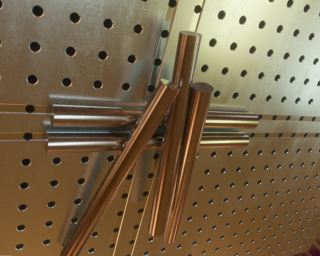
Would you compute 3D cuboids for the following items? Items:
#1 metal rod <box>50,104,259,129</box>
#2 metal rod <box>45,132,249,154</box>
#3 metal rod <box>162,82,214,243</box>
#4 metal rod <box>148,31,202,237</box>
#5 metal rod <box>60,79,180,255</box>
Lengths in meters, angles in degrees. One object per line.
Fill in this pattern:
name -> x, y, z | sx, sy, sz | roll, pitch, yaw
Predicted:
metal rod -> 0.014, -0.012, 0.413 | 0.303, 0.025, 0.025 | 1, 118, -29
metal rod -> 0.003, 0.018, 0.426 | 0.303, 0.025, 0.025 | 1, 118, -29
metal rod -> 0.033, 0.071, 0.451 | 0.025, 0.025, 0.298 | -10, 130, -23
metal rod -> 0.014, 0.027, 0.405 | 0.025, 0.025, 0.298 | -6, 122, -26
metal rod -> -0.061, 0.070, 0.398 | 0.025, 0.025, 0.298 | 15, 117, -35
